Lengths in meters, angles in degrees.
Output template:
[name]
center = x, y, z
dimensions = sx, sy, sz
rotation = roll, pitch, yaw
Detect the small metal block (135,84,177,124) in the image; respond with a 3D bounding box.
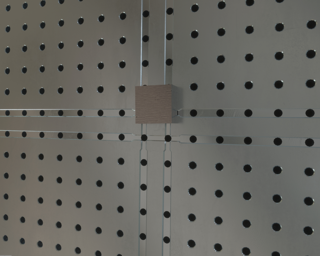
[small metal block]
center = -0.005, -0.031, 0.413
dimensions = 0.050, 0.025, 0.050
rotation = -1, 90, 19
